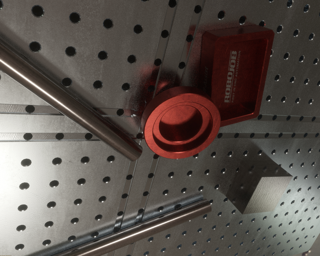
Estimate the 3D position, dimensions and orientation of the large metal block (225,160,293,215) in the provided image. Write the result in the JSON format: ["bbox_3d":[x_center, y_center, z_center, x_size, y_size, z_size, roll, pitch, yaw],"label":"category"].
[{"bbox_3d":[0.179,0.106,0.561,0.081,0.050,0.079,4,116,-31],"label":"large metal block"}]

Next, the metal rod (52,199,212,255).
[{"bbox_3d":[-0.053,0.172,0.490,0.302,0.025,0.025,-15,125,-21],"label":"metal rod"}]

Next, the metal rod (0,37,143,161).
[{"bbox_3d":[-0.120,-0.043,0.319,0.025,0.025,0.300,-46,130,3],"label":"metal rod"}]

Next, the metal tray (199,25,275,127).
[{"bbox_3d":[0.100,-0.067,0.422,0.091,0.030,0.129,-14,124,-21],"label":"metal tray"}]

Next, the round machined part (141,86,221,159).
[{"bbox_3d":[0.024,-0.011,0.399,0.099,0.042,0.097,-7,125,-10],"label":"round machined part"}]
